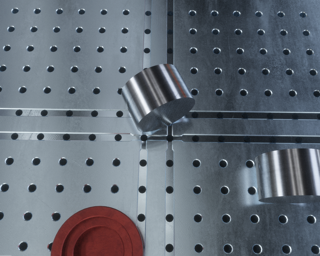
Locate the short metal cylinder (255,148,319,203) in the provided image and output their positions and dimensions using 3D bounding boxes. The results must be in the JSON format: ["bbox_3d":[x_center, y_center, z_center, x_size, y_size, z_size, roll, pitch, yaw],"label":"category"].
[{"bbox_3d":[0.155,0.059,0.362,0.081,0.080,0.050,1,70,0],"label":"short metal cylinder"}]

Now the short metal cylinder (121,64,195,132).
[{"bbox_3d":[-0.002,-0.037,0.396,0.080,0.080,0.050,-24,72,-8],"label":"short metal cylinder"}]

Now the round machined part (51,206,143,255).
[{"bbox_3d":[-0.068,0.140,0.351,0.099,0.042,0.098,0,70,0],"label":"round machined part"}]
